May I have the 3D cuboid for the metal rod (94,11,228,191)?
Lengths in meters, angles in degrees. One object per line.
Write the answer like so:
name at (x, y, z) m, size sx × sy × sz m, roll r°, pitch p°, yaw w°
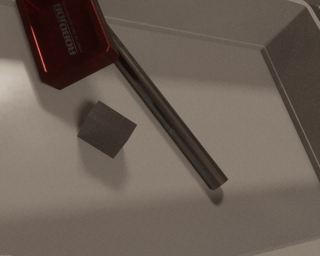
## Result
metal rod at (-0.010, -0.044, 0.428) m, size 0.025 × 0.025 × 0.299 m, roll -30°, pitch 79°, yaw -38°

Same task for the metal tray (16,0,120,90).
metal tray at (-0.114, -0.123, 0.375) m, size 0.090 × 0.030 × 0.130 m, roll -25°, pitch 75°, yaw 9°

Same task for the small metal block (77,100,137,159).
small metal block at (-0.062, 0.003, 0.356) m, size 0.050 × 0.050 × 0.025 m, roll 33°, pitch 51°, yaw -7°
